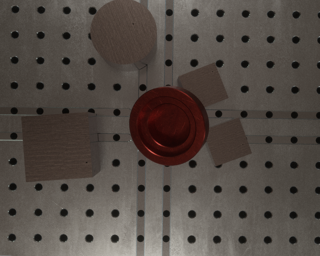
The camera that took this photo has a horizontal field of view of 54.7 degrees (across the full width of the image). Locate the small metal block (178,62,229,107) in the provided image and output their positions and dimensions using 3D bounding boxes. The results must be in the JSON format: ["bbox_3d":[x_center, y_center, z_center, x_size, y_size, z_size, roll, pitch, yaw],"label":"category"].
[{"bbox_3d":[0.057,-0.053,0.414,0.050,0.025,0.050,-21,90,-1],"label":"small metal block"}]

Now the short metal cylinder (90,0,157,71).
[{"bbox_3d":[-0.044,-0.117,0.400,0.081,0.050,0.079,0,90,-1],"label":"short metal cylinder"}]

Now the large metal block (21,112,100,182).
[{"bbox_3d":[-0.125,0.023,0.399,0.081,0.050,0.079,-4,90,-1],"label":"large metal block"}]

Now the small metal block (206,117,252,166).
[{"bbox_3d":[0.088,0.018,0.415,0.050,0.025,0.050,-20,90,-1],"label":"small metal block"}]

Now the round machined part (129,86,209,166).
[{"bbox_3d":[0.014,-0.005,0.393,0.098,0.042,0.097,5,104,21],"label":"round machined part"}]
